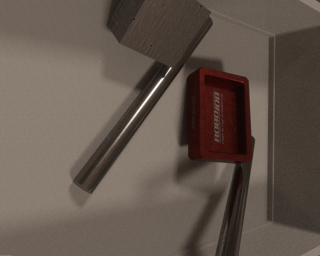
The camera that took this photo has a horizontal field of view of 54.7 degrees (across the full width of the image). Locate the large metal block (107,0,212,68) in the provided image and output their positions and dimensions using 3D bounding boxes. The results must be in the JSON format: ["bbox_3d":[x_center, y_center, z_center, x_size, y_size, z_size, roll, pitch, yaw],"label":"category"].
[{"bbox_3d":[-0.002,-0.129,0.364,0.081,0.050,0.080,16,120,-39],"label":"large metal block"}]

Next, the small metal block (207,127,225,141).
[{"bbox_3d":[0.087,0.017,0.483,0.050,0.025,0.050,48,61,-29],"label":"small metal block"}]

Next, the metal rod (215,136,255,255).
[{"bbox_3d":[0.105,0.098,0.421,0.025,0.025,0.301,63,31,-21],"label":"metal rod"}]

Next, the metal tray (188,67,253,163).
[{"bbox_3d":[0.087,-0.016,0.450,0.091,0.030,0.129,7,75,-25],"label":"metal tray"}]

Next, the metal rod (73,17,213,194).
[{"bbox_3d":[-0.008,-0.048,0.401,0.025,0.025,0.301,49,61,-29],"label":"metal rod"}]
